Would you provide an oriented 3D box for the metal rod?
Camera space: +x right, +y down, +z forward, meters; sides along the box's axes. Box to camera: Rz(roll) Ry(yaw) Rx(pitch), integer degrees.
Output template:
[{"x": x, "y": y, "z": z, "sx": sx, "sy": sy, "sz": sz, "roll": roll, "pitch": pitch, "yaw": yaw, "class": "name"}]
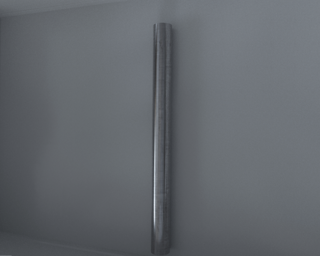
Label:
[{"x": 0.002, "y": 0.014, "z": 0.410, "sx": 0.025, "sy": 0.025, "sz": 0.298, "roll": 1, "pitch": 90, "yaw": 20, "class": "metal rod"}]
